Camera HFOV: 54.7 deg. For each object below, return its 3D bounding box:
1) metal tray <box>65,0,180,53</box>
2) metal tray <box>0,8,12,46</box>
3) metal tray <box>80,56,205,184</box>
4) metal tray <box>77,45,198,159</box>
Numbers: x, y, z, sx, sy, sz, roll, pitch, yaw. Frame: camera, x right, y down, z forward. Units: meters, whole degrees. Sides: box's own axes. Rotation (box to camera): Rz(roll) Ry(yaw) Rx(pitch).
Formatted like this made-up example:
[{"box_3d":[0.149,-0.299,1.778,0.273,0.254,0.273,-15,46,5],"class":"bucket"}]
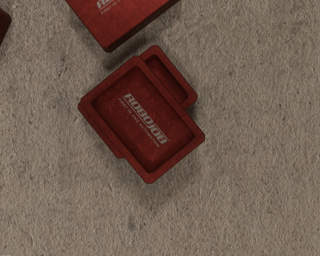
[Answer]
[{"box_3d":[-0.047,-0.174,0.407,0.130,0.030,0.090,-38,91,-1],"class":"metal tray"},{"box_3d":[-0.276,-0.135,0.403,0.131,0.030,0.090,24,90,-1],"class":"metal tray"},{"box_3d":[-0.020,-0.010,0.376,0.090,0.030,0.130,-40,91,-1],"class":"metal tray"},{"box_3d":[-0.028,-0.033,0.407,0.130,0.030,0.090,-38,91,-1],"class":"metal tray"}]
